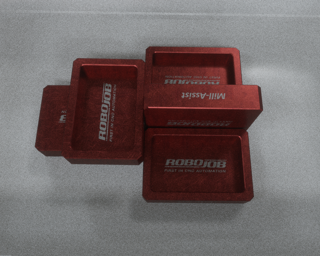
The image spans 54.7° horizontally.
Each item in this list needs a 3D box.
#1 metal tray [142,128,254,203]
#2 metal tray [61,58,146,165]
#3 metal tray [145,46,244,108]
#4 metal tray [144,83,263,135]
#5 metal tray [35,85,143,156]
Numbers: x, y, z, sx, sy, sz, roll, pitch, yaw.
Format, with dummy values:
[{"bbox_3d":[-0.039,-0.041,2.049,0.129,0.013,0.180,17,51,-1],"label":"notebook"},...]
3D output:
[{"bbox_3d":[0.045,0.047,0.388,0.131,0.030,0.090,1,70,0],"label":"metal tray"},{"bbox_3d":[-0.064,-0.022,0.380,0.091,0.030,0.130,1,70,0],"label":"metal tray"},{"bbox_3d":[0.045,-0.066,0.430,0.131,0.030,0.090,1,70,0],"label":"metal tray"},{"bbox_3d":[0.048,-0.020,0.380,0.131,0.090,0.030,1,70,0],"label":"metal tray"},{"bbox_3d":[-0.088,-0.009,0.406,0.131,0.030,0.090,0,70,-1],"label":"metal tray"}]
